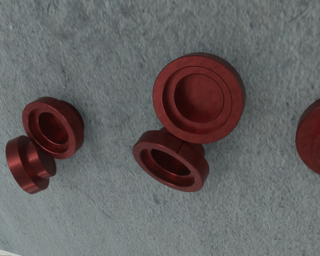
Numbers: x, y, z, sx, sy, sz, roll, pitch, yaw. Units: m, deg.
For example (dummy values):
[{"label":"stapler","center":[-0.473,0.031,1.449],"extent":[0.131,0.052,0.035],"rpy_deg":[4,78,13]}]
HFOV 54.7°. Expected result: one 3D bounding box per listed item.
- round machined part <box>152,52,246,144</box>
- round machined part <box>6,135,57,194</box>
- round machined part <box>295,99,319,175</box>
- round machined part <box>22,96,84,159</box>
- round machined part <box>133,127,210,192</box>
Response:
[{"label":"round machined part","center":[0.045,-0.035,0.344],"extent":[0.098,0.042,0.097],"rpy_deg":[9,115,20]},{"label":"round machined part","center":[-0.207,0.056,0.514],"extent":[0.042,0.098,0.098],"rpy_deg":[-23,110,-3]},{"label":"round machined part","center":[0.188,0.016,0.307],"extent":[0.098,0.042,0.097],"rpy_deg":[13,124,20]},{"label":"round machined part","center":[-0.157,-0.004,0.474],"extent":[0.098,0.042,0.097],"rpy_deg":[13,124,20]},{"label":"round machined part","center":[0.018,0.035,0.394],"extent":[0.098,0.042,0.097],"rpy_deg":[23,148,16]}]
